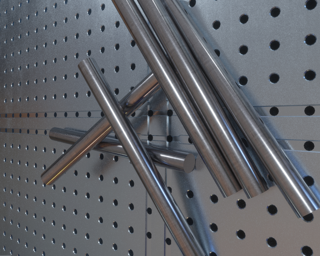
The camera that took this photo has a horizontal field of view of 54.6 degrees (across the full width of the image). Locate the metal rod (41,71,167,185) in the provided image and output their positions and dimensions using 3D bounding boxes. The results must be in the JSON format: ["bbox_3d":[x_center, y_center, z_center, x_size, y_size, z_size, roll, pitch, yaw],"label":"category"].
[{"bbox_3d":[-0.079,-0.003,0.449,0.299,0.025,0.025,-39,66,24],"label":"metal rod"}]

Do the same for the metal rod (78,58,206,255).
[{"bbox_3d":[-0.026,0.039,0.397,0.025,0.025,0.299,-37,78,34],"label":"metal rod"}]

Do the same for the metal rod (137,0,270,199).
[{"bbox_3d":[0.036,-0.061,0.358,0.025,0.025,0.299,-36,75,34],"label":"metal rod"}]

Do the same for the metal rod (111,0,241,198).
[{"bbox_3d":[0.010,-0.057,0.370,0.025,0.025,0.299,-36,77,34],"label":"metal rod"}]

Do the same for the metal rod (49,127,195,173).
[{"bbox_3d":[-0.078,0.027,0.475,0.300,0.025,0.025,8,95,39],"label":"metal rod"}]

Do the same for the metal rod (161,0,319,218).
[{"bbox_3d":[0.075,-0.043,0.347,0.025,0.025,0.299,-43,64,32],"label":"metal rod"}]
